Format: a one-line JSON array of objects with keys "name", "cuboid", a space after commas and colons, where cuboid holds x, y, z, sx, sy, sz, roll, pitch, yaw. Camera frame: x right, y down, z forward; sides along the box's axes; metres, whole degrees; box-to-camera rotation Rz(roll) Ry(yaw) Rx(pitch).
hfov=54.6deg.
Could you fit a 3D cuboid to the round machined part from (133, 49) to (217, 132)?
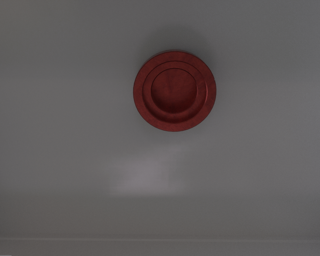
[{"name": "round machined part", "cuboid": [0.018, -0.048, 0.385, 0.099, 0.042, 0.097, 0, 110, 0]}]
